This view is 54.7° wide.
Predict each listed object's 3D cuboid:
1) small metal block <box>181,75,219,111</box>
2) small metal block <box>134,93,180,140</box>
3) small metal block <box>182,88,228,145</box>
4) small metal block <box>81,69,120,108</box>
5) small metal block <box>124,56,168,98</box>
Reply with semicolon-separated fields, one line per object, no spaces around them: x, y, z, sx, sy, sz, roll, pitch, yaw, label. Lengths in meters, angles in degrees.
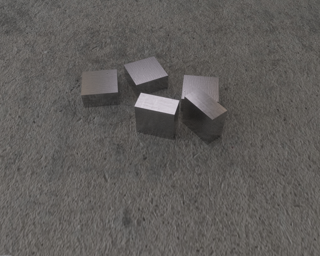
0.057;-0.049;0.444;0.050;0.025;0.050;5;50;4;small metal block
-0.003;-0.014;0.399;0.050;0.050;0.025;12;51;10;small metal block
0.056;-0.015;0.399;0.025;0.050;0.050;-31;57;-23;small metal block
-0.086;-0.058;0.451;0.050;0.025;0.050;-5;50;-5;small metal block
-0.021;-0.078;0.468;0.050;0.025;0.050;-20;53;-16;small metal block
